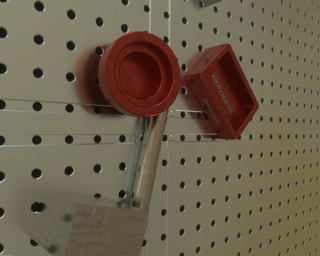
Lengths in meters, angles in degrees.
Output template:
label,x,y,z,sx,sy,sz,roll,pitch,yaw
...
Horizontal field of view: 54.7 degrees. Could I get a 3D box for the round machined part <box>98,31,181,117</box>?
label,x,y,z,sx,sy,sz,roll,pitch,yaw
round machined part,-0.027,-0.061,0.371,0.099,0.042,0.097,1,89,-31

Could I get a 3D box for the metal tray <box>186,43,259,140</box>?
label,x,y,z,sx,sy,sz,roll,pitch,yaw
metal tray,0.104,-0.056,0.495,0.090,0.030,0.130,-49,119,-29

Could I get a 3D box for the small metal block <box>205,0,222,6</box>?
label,x,y,z,sx,sy,sz,roll,pitch,yaw
small metal block,0.081,-0.229,0.479,0.050,0.025,0.050,39,66,-34

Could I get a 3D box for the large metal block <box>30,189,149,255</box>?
label,x,y,z,sx,sy,sz,roll,pitch,yaw
large metal block,-0.072,0.099,0.315,0.080,0.080,0.050,20,78,-39

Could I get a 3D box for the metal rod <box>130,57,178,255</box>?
label,x,y,z,sx,sy,sz,roll,pitch,yaw
metal rod,-0.016,0.049,0.397,0.025,0.025,0.299,19,78,-39
